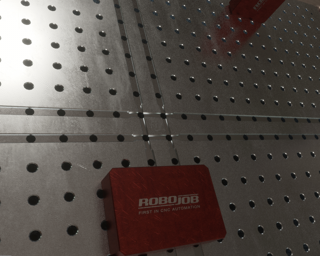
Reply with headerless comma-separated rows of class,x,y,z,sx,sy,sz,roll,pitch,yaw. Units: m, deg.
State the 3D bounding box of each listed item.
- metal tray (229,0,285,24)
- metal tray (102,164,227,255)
metal tray,0.216,-0.280,0.632,0.091,0.129,0.030,7,59,-25
metal tray,0.005,0.091,0.354,0.131,0.030,0.090,2,61,-28
